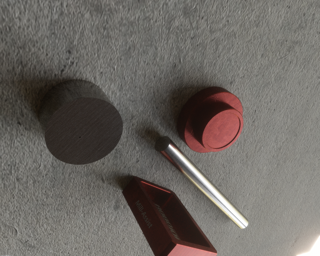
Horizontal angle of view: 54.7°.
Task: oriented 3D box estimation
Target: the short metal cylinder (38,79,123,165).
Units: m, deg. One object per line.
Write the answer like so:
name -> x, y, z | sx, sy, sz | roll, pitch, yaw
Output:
short metal cylinder -> -0.087, -0.007, 0.340 | 0.081, 0.050, 0.079 | -14, 125, -21

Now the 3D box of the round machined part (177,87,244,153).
round machined part -> 0.077, -0.005, 0.437 | 0.099, 0.042, 0.097 | -14, 125, -21

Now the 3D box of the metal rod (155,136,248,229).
metal rod -> 0.083, 0.105, 0.519 | 0.025, 0.025, 0.300 | -43, 130, 1

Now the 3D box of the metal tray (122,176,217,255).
metal tray -> 0.010, 0.127, 0.425 | 0.090, 0.130, 0.030 | 30, 102, -38
